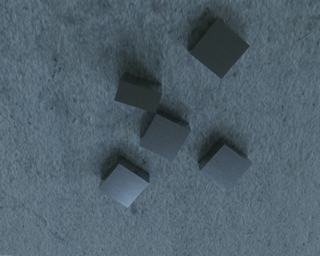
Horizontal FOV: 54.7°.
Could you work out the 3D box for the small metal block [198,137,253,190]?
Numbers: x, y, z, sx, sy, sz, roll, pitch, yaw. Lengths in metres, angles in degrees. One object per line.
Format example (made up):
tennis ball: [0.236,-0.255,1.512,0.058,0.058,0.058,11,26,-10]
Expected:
small metal block: [0.089,0.050,0.429,0.050,0.025,0.050,35,106,-13]

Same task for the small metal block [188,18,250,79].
small metal block: [0.070,-0.096,0.375,0.050,0.025,0.050,36,106,-13]

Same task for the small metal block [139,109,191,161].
small metal block: [0.006,0.009,0.413,0.050,0.025,0.050,26,108,-10]

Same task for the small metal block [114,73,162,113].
small metal block: [-0.025,-0.044,0.380,0.050,0.050,0.025,17,109,-7]

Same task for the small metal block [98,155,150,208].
small metal block: [-0.050,0.076,0.437,0.050,0.025,0.050,36,106,-13]
